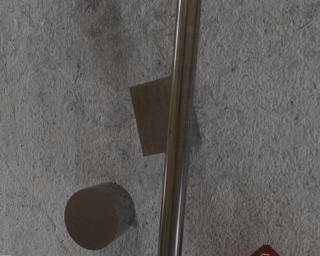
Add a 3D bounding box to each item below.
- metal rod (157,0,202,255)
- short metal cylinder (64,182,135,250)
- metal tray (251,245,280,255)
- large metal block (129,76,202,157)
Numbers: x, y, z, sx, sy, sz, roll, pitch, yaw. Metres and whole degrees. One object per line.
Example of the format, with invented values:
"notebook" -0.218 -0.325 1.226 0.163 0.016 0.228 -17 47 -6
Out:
"metal rod" 0.019 0.015 0.317 0.025 0.025 0.298 5 92 20
"short metal cylinder" -0.082 0.118 0.424 0.080 0.050 0.080 0 90 20
"metal tray" 0.138 0.215 0.357 0.130 0.030 0.090 46 104 14
"large metal block" 0.010 -0.012 0.376 0.050 0.080 0.080 -13 86 19
